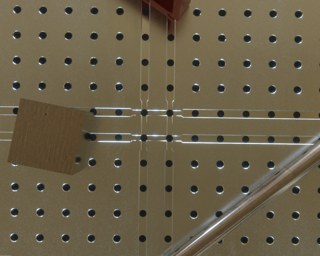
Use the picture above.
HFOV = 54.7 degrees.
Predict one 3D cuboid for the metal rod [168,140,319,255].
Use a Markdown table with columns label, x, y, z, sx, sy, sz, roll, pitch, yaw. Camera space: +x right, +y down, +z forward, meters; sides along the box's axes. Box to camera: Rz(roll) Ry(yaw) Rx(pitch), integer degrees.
| label | x | y | z | sx | sy | sz | roll | pitch | yaw |
| --- | --- | --- | --- | --- | --- | --- | --- | --- | --- |
| metal rod | 0.119 | 0.104 | 0.414 | 0.300 | 0.025 | 0.025 | -37 | 90 | 0 |

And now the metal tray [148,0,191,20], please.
| label | x | y | z | sx | sy | sz | roll | pitch | yaw |
| --- | --- | --- | --- | --- | --- | --- | --- | --- | --- |
| metal tray | -0.020 | -0.196 | 0.380 | 0.130 | 0.090 | 0.030 | 35 | 90 | 0 |

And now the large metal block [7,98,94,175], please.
| label | x | y | z | sx | sy | sz | roll | pitch | yaw |
| --- | --- | --- | --- | --- | --- | --- | --- | --- | --- |
| large metal block | -0.137 | 0.010 | 0.400 | 0.080 | 0.050 | 0.080 | 12 | 90 | 0 |
